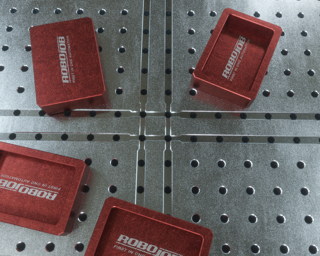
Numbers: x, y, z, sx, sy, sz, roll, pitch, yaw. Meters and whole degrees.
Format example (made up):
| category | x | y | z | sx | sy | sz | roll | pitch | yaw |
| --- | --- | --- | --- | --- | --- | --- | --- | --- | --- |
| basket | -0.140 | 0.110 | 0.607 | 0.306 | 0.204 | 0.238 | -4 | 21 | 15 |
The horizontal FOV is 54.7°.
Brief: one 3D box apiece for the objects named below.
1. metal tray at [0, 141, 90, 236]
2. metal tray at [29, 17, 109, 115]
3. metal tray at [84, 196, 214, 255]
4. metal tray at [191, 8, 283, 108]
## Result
| category | x | y | z | sx | sy | sz | roll | pitch | yaw |
| --- | --- | --- | --- | --- | --- | --- | --- | --- | --- |
| metal tray | -0.163 | 0.072 | 0.380 | 0.131 | 0.030 | 0.090 | 12 | 70 | 4 |
| metal tray | -0.130 | -0.090 | 0.441 | 0.091 | 0.030 | 0.129 | -12 | 71 | -5 |
| metal tray | -0.014 | 0.142 | 0.356 | 0.131 | 0.030 | 0.090 | 17 | 71 | 5 |
| metal tray | 0.111 | -0.103 | 0.448 | 0.090 | 0.030 | 0.130 | 24 | 71 | 8 |
